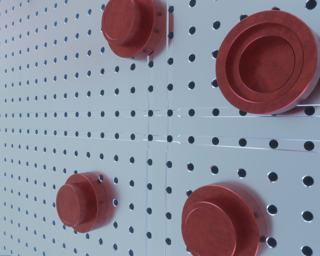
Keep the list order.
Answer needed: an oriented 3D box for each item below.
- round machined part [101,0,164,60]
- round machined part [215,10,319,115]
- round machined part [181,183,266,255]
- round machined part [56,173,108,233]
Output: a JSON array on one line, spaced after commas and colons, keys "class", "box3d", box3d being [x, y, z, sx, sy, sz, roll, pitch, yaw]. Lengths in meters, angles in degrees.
[{"class": "round machined part", "box3d": [-0.045, -0.148, 0.437, 0.098, 0.042, 0.097, 0, 90, 40]}, {"class": "round machined part", "box3d": [0.109, -0.062, 0.309, 0.098, 0.042, 0.097, 0, 90, 40]}, {"class": "round machined part", "box3d": [0.063, 0.113, 0.347, 0.098, 0.042, 0.097, 0, 90, 40]}, {"class": "round machined part", "box3d": [-0.135, 0.124, 0.511, 0.098, 0.042, 0.097, 0, 90, 40]}]
